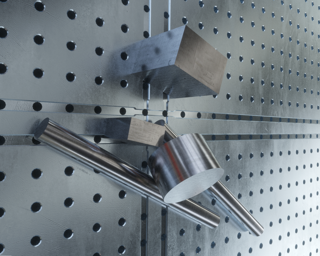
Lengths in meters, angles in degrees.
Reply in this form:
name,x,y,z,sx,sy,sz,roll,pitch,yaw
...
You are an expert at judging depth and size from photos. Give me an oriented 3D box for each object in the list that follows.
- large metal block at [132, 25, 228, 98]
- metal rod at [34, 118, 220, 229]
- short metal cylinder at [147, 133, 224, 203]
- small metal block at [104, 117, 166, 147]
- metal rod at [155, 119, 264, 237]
name,x,y,z,sx,sy,sz,roll,pitch,yaw
large metal block,0.025,-0.079,0.396,0.080,0.080,0.050,26,74,-38
metal rod,-0.018,0.072,0.396,0.301,0.025,0.025,35,68,-35
short metal cylinder,0.031,0.051,0.382,0.081,0.080,0.050,-1,52,-40
small metal block,-0.030,0.005,0.369,0.050,0.050,0.025,16,80,-39
metal rod,0.086,0.091,0.484,0.300,0.025,0.025,46,62,-31
